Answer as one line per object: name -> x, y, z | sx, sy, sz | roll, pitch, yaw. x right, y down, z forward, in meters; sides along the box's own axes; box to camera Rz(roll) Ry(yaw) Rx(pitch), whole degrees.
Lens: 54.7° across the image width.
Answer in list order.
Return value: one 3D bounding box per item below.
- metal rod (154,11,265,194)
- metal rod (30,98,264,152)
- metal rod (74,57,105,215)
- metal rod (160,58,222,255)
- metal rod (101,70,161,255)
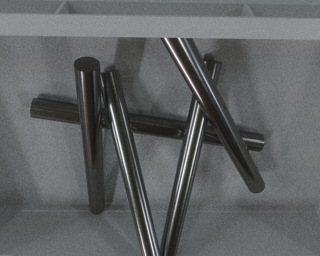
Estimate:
metal rod -> 0.075, -0.003, 0.363 | 0.025, 0.025, 0.300 | -22, 133, 17
metal rod -> -0.010, -0.002, 0.406 | 0.302, 0.025, 0.025 | 9, 130, -8
metal rod -> -0.089, 0.036, 0.413 | 0.025, 0.025, 0.298 | 5, 138, -4
metal rod -> 0.033, 0.061, 0.402 | 0.025, 0.025, 0.298 | 8, 112, -7
metal rod -> -0.032, 0.076, 0.398 | 0.025, 0.025, 0.298 | -9, 106, 7
